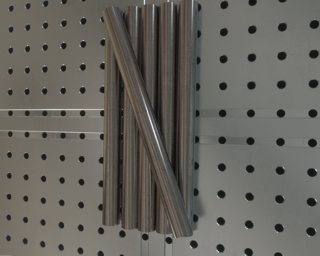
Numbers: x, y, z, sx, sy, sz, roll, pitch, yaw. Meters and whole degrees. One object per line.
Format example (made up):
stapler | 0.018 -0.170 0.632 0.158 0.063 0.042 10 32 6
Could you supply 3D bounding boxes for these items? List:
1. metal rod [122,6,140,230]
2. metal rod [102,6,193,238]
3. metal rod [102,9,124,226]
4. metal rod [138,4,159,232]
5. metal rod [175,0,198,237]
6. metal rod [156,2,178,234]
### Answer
metal rod | -0.038 -0.013 0.426 0.025 0.025 0.298 1 90 20
metal rod | -0.018 -0.012 0.393 0.025 0.025 0.299 -20 83 19
metal rod | -0.066 -0.015 0.435 0.025 0.025 0.298 1 90 20
metal rod | -0.016 -0.013 0.417 0.025 0.025 0.298 1 90 20
metal rod | 0.034 -0.012 0.402 0.025 0.025 0.298 1 90 20
metal rod | 0.009 -0.012 0.410 0.025 0.025 0.298 1 90 20
